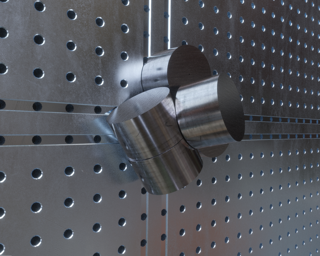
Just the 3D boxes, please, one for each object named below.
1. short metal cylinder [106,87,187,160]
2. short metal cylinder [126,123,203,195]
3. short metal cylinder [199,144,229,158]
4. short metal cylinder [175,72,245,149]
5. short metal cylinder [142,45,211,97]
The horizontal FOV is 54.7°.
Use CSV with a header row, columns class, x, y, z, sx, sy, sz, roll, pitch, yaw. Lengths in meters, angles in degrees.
class,x,y,z,sx,sy,sz,roll,pitch,yaw
short metal cylinder,-0.015,-0.006,0.363,0.080,0.080,0.050,-41,116,-32
short metal cylinder,0.006,0.036,0.380,0.080,0.080,0.050,-41,116,-32
short metal cylinder,0.057,0.001,0.442,0.081,0.050,0.079,0,90,-40
short metal cylinder,0.060,-0.019,0.362,0.080,0.050,0.080,28,55,-51
short metal cylinder,0.023,-0.066,0.413,0.081,0.050,0.079,0,90,-40
